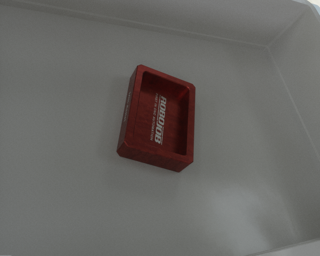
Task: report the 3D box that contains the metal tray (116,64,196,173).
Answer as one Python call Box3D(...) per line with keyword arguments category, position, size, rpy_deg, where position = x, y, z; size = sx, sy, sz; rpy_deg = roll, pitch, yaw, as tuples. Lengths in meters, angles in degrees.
Box3D(category="metal tray", position=(-0.001, -0.015, 0.410), size=(0.091, 0.030, 0.130), rpy_deg=(18, 55, -18))
